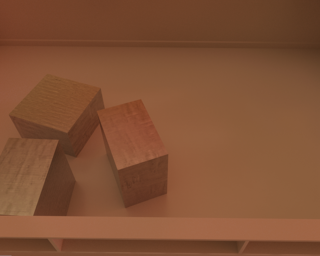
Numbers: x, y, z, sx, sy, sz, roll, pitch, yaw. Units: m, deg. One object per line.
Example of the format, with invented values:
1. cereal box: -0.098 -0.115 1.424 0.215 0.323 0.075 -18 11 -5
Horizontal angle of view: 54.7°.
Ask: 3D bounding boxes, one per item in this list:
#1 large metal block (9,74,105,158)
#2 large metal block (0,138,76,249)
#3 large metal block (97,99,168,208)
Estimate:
1. large metal block: -0.128 -0.018 0.403 0.080 0.050 0.080 16 52 13
2. large metal block: -0.128 0.067 0.312 0.050 0.080 0.080 2 50 2
3. large metal block: -0.030 0.029 0.345 0.050 0.080 0.080 -17 52 -13
